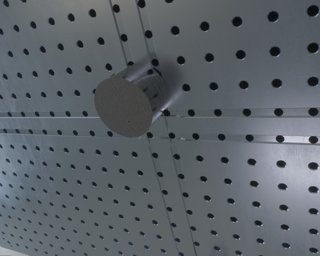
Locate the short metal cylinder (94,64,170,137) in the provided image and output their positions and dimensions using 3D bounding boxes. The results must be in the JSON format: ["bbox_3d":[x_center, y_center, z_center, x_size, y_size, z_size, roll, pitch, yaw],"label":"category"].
[{"bbox_3d":[-0.035,-0.035,0.392,0.080,0.050,0.079,13,124,20],"label":"short metal cylinder"}]
